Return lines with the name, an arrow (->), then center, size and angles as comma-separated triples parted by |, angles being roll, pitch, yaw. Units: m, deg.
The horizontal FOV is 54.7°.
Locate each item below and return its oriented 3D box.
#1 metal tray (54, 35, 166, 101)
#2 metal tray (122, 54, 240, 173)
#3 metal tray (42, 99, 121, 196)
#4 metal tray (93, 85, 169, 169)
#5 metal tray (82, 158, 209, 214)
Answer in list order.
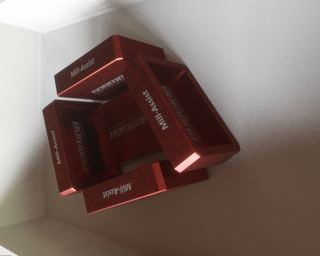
metal tray -> -0.067, -0.074, 0.415 | 0.130, 0.091, 0.030 | -20, 78, 38
metal tray -> 0.024, -0.019, 0.341 | 0.030, 0.091, 0.130 | -44, 64, 32
metal tray -> -0.111, 0.026, 0.451 | 0.030, 0.091, 0.129 | -27, 74, 37
metal tray -> -0.033, -0.005, 0.425 | 0.130, 0.030, 0.090 | -25, 75, 37
metal tray -> -0.019, 0.069, 0.375 | 0.130, 0.091, 0.030 | -26, 74, 37
